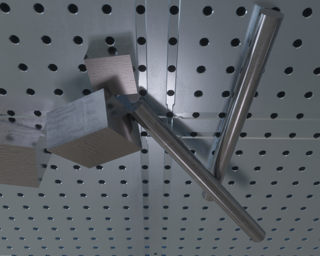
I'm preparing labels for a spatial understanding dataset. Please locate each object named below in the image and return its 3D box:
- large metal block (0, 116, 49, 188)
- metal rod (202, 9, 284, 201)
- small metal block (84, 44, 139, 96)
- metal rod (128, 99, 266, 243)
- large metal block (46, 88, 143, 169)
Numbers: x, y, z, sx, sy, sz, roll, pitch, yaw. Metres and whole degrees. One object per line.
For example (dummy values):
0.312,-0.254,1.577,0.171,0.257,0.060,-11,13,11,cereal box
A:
-0.201,0.032,0.421,0.081,0.050,0.079,8,130,-7,large metal block
0.097,-0.003,0.409,0.025,0.025,0.298,5,130,-4,metal rod
-0.054,-0.065,0.356,0.050,0.025,0.050,-5,130,4,small metal block
0.065,0.074,0.445,0.025,0.025,0.300,-33,115,24,metal rod
-0.079,0.005,0.380,0.080,0.050,0.080,-20,151,16,large metal block
